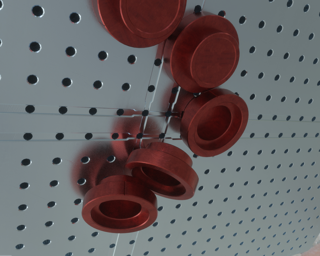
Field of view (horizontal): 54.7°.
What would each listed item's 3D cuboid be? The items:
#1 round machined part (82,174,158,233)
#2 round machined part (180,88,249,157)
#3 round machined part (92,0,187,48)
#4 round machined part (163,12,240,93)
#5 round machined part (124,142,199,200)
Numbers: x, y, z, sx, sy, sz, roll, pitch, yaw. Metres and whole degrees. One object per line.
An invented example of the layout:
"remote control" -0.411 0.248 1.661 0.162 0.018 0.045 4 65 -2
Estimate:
"round machined part" -0.053 0.100 0.419 0.099 0.042 0.097 -2 134 -2
"round machined part" 0.071 -0.011 0.434 0.099 0.042 0.097 -14 125 -21
"round machined part" -0.015 -0.129 0.313 0.099 0.042 0.097 -14 125 -21
"round machined part" 0.057 -0.088 0.379 0.099 0.042 0.097 -14 124 -21
"round machined part" 0.005 0.054 0.415 0.098 0.098 0.042 53 49 -40
